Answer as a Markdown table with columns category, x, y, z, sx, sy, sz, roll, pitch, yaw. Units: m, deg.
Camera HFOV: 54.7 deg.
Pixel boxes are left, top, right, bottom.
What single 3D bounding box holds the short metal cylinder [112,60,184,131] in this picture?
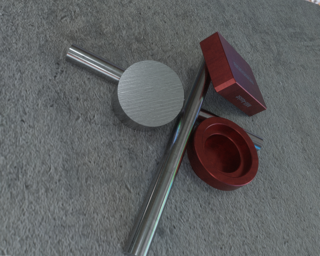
| category | x | y | z | sx | sy | sz | roll | pitch | yaw |
| --- | --- | --- | --- | --- | --- | --- | --- | --- | --- |
| short metal cylinder | -0.016 | -0.038 | 0.386 | 0.081 | 0.050 | 0.080 | 2 | 82 | -16 |

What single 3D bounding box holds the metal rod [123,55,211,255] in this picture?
| category | x | y | z | sx | sy | sz | roll | pitch | yaw |
| --- | --- | --- | --- | --- | --- | --- | --- | --- | --- |
| metal rod | 0.025 | 0.012 | 0.389 | 0.025 | 0.025 | 0.300 | 29 | 58 | -10 |

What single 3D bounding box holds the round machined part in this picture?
| category | x | y | z | sx | sy | sz | roll | pitch | yaw |
| --- | --- | --- | --- | --- | --- | --- | --- | --- | --- |
| round machined part | 0.078 | 0.037 | 0.413 | 0.099 | 0.042 | 0.098 | 14 | 56 | -21 |

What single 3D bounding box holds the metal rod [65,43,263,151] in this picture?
| category | x | y | z | sx | sy | sz | roll | pitch | yaw |
| --- | --- | --- | --- | --- | --- | --- | --- | --- | --- |
| metal rod | 0.015 | -0.037 | 0.437 | 0.301 | 0.025 | 0.025 | 25 | 53 | -13 |

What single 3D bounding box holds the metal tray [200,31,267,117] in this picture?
| category | x | y | z | sx | sy | sz | roll | pitch | yaw |
| --- | --- | --- | --- | --- | --- | --- | --- | --- | --- |
| metal tray | 0.115 | -0.078 | 0.475 | 0.131 | 0.030 | 0.090 | 22 | 48 | -50 |
